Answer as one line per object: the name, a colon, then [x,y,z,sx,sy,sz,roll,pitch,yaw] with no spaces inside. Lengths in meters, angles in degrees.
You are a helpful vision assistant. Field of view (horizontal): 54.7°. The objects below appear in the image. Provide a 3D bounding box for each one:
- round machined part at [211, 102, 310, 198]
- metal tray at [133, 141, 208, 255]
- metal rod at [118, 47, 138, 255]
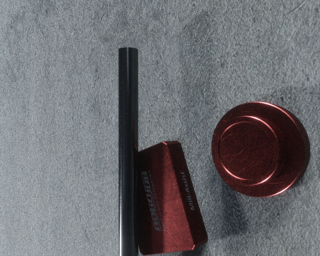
round machined part: [0.095,0.022,0.315,0.098,0.042,0.097,0,90,39]
metal tray: [0.000,0.091,0.400,0.090,0.030,0.129,-25,75,37]
metal rod: [-0.040,0.049,0.396,0.025,0.025,0.298,0,90,39]
